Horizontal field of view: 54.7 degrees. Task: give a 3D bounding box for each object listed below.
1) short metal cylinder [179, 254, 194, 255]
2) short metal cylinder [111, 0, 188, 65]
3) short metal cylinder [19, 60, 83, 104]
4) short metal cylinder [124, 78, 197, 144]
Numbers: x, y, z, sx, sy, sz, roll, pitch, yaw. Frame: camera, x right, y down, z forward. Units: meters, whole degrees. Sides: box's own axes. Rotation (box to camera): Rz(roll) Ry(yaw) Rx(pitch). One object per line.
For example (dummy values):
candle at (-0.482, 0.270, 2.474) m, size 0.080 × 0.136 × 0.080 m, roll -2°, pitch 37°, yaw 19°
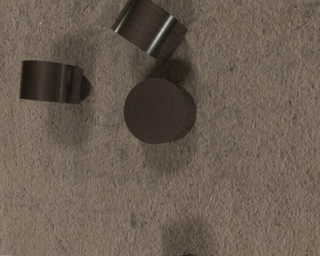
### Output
short metal cylinder at (0.021, 0.198, 0.372) m, size 0.050 × 0.080 × 0.080 m, roll -21°, pitch 83°, yaw 18°
short metal cylinder at (-0.013, -0.122, 0.383) m, size 0.080 × 0.080 × 0.050 m, roll 38°, pitch 102°, yaw 16°
short metal cylinder at (-0.150, -0.061, 0.431) m, size 0.080 × 0.080 × 0.050 m, roll 6°, pitch 92°, yaw 19°
short metal cylinder at (0.001, -0.020, 0.394) m, size 0.080 × 0.050 × 0.079 m, roll 0°, pitch 90°, yaw 19°
